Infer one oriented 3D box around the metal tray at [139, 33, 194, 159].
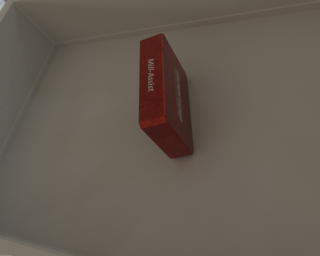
[{"bbox_3d":[0.008,-0.039,0.381,0.030,0.090,0.130,-14,56,19],"label":"metal tray"}]
